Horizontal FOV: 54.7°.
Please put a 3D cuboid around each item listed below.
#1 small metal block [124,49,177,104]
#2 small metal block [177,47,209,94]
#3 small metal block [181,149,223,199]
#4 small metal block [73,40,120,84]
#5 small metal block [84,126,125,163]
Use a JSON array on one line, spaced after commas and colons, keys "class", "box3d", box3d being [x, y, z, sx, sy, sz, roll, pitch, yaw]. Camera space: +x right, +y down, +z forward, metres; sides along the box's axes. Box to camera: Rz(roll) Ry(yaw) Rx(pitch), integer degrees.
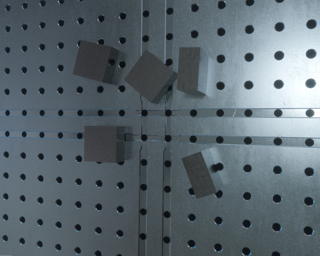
[{"class": "small metal block", "box3d": [-0.011, -0.068, 0.416, 0.050, 0.025, 0.050, 41, 103, 15]}, {"class": "small metal block", "box3d": [0.042, -0.069, 0.384, 0.025, 0.050, 0.050, 4, 92, 20]}, {"class": "small metal block", "box3d": [0.053, 0.054, 0.380, 0.025, 0.050, 0.050, -23, 83, 18]}, {"class": "small metal block", "box3d": [-0.091, -0.094, 0.443, 0.050, 0.025, 0.050, 17, 95, 18]}, {"class": "small metal block", "box3d": [-0.079, 0.022, 0.439, 0.050, 0.025, 0.050, 1, 90, 19]}]
